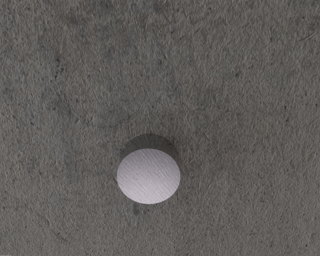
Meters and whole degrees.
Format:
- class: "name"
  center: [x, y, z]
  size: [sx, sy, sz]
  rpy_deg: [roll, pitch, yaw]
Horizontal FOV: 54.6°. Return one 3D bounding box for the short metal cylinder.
- class: "short metal cylinder"
  center: [-0.014, 0.054, 0.416]
  size: [0.080, 0.050, 0.079]
  rpy_deg: [0, 110, 0]
